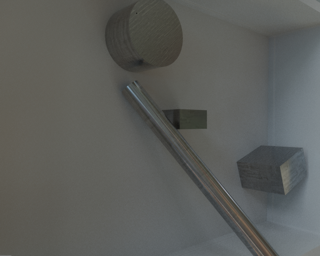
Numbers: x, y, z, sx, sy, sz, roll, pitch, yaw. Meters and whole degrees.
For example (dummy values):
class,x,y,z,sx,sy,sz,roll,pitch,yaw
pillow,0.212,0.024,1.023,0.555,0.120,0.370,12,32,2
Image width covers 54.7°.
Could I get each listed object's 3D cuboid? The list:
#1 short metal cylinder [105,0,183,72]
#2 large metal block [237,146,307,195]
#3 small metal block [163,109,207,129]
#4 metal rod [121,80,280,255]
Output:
class,x,y,z,sx,sy,sz,roll,pitch,yaw
short metal cylinder,-0.019,-0.111,0.376,0.081,0.050,0.079,0,90,-40
large metal block,0.194,0.070,0.537,0.081,0.080,0.050,-24,105,-38
small metal block,0.027,-0.011,0.415,0.050,0.050,0.025,-1,91,-40
metal rod,0.057,0.066,0.379,0.025,0.025,0.300,-39,90,-33
